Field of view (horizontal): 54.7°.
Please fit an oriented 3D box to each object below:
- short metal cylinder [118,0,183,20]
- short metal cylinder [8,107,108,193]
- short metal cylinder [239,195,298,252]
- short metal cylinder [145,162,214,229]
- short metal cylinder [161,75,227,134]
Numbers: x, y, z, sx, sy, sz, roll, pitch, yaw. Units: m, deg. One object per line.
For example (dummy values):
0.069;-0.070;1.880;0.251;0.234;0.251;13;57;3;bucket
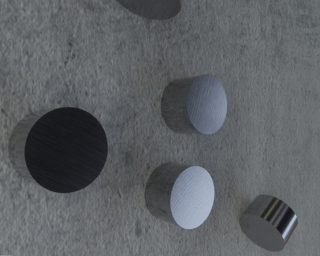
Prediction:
-0.009;-0.172;0.363;0.080;0.080;0.050;23;75;-38;short metal cylinder
-0.100;0.020;0.306;0.081;0.050;0.079;0;90;-40;short metal cylinder
0.184;0.161;0.527;0.050;0.080;0.080;-39;114;-33;short metal cylinder
0.027;0.088;0.414;0.081;0.050;0.079;0;90;-40;short metal cylinder
0.048;-0.031;0.431;0.081;0.050;0.079;0;90;-40;short metal cylinder
